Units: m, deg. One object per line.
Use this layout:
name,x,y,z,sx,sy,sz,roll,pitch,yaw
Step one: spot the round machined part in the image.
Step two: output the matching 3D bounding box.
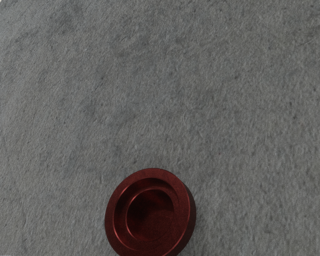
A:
round machined part,-0.007,0.097,0.336,0.098,0.042,0.098,-13,56,20
